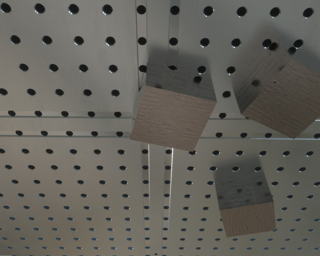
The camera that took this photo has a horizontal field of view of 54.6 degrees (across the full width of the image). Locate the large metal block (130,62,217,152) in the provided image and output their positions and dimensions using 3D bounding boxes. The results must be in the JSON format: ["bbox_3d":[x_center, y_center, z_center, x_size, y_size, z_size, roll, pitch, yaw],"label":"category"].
[{"bbox_3d":[0.013,-0.023,0.375,0.080,0.050,0.079,12,129,-10],"label":"large metal block"}]

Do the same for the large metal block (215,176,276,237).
[{"bbox_3d":[0.140,0.130,0.506,0.080,0.050,0.080,-12,129,10],"label":"large metal block"}]

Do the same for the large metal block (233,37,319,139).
[{"bbox_3d":[0.146,-0.043,0.359,0.080,0.050,0.080,23,127,-18],"label":"large metal block"}]
